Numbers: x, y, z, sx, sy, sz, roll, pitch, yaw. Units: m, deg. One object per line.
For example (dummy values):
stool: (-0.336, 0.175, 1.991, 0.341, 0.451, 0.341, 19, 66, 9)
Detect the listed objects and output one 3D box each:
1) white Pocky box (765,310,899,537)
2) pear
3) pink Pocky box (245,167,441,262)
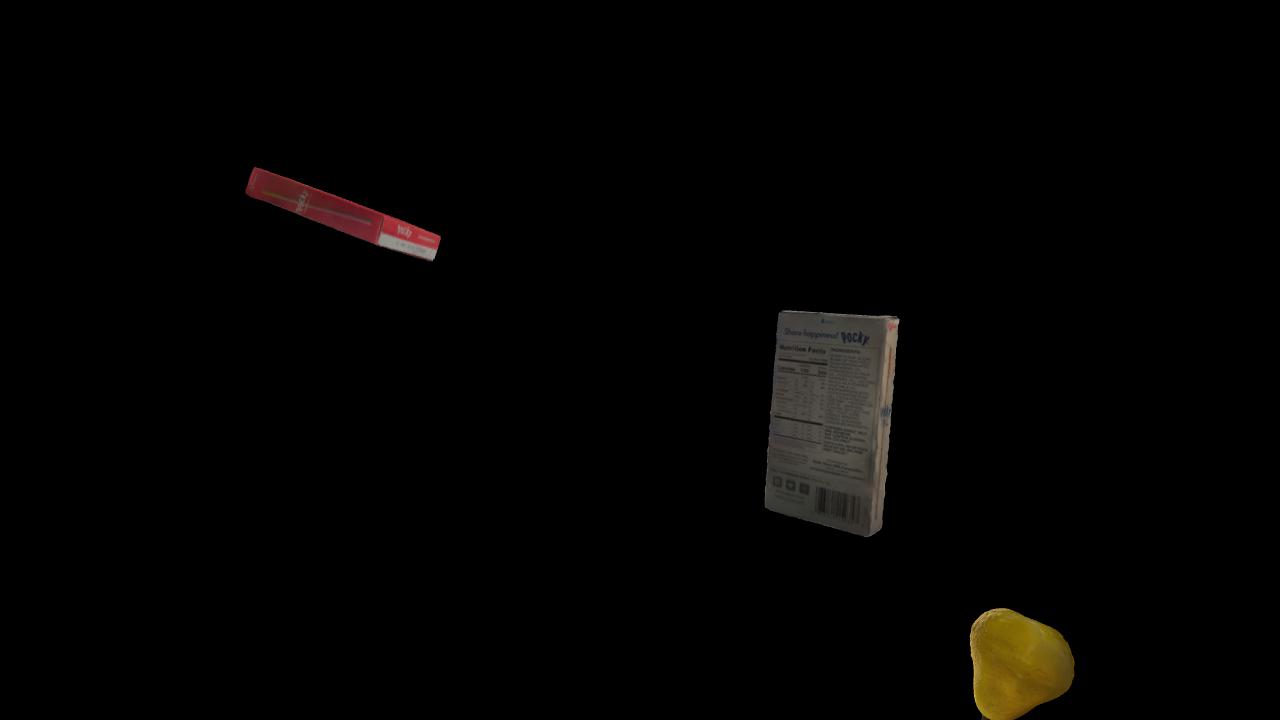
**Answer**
white Pocky box: (0.137, 0.043, 0.449, 0.084, 0.154, 0.028, 8, 8, 41)
pear: (0.321, 0.277, 0.532, 0.080, 0.111, 0.080, 24, -9, 4)
pink Pocky box: (-0.275, -0.135, 0.574, 0.155, 0.029, 0.084, 21, 4, 16)
